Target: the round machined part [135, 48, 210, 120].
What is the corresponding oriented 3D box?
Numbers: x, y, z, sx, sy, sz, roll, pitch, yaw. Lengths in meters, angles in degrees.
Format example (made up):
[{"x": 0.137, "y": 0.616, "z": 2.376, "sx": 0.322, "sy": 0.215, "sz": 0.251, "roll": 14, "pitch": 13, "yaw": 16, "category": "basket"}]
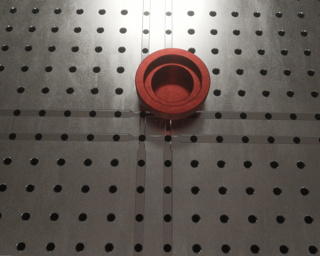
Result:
[{"x": 0.017, "y": -0.056, "z": 0.424, "sx": 0.099, "sy": 0.042, "sz": 0.098, "roll": 0, "pitch": 70, "yaw": -1, "category": "round machined part"}]
